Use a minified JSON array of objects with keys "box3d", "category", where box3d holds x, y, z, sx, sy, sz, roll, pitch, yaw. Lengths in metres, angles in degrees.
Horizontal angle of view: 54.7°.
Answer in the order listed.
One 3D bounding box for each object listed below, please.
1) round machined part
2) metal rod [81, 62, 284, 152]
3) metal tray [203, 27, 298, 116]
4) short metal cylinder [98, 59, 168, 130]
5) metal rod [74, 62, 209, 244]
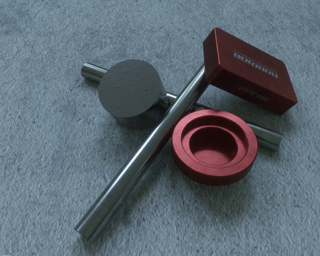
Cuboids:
[{"box3d":[0.063,0.027,0.371,0.099,0.042,0.098,0,50,0],"category":"round machined part"},{"box3d":[0.018,-0.035,0.436,0.301,0.025,0.025,22,54,17],"category":"metal rod"},{"box3d":[0.124,-0.079,0.432,0.131,0.030,0.090,20,47,-20],"category":"metal tray"},{"box3d":[-0.033,-0.042,0.407,0.080,0.050,0.080,-4,70,11],"category":"short metal cylinder"},{"box3d":[0.005,0.003,0.380,0.025,0.025,0.301,27,61,20],"category":"metal rod"}]
